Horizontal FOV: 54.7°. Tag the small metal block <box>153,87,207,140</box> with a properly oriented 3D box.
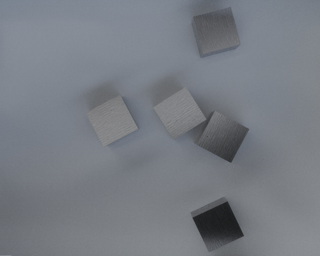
[{"bbox_3d":[0.026,-0.019,0.411,0.050,0.025,0.050,-32,90,0],"label":"small metal block"}]

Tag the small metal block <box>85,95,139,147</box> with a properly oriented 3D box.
[{"bbox_3d":[-0.062,-0.009,0.411,0.050,0.025,0.050,-28,90,0],"label":"small metal block"}]

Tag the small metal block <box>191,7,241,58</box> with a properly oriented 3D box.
[{"bbox_3d":[0.074,-0.126,0.412,0.050,0.025,0.050,-15,90,0],"label":"small metal block"}]

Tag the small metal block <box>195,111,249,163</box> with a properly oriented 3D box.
[{"bbox_3d":[0.081,0.011,0.412,0.050,0.025,0.050,28,90,0],"label":"small metal block"}]

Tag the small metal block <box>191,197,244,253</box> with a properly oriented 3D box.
[{"bbox_3d":[0.075,0.127,0.412,0.050,0.025,0.050,-25,90,0],"label":"small metal block"}]
